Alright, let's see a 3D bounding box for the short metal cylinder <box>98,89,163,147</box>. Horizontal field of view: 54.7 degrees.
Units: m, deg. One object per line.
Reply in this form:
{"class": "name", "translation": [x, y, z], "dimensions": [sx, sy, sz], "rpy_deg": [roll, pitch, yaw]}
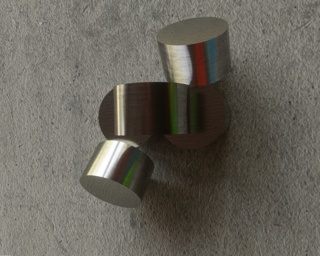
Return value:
{"class": "short metal cylinder", "translation": [-0.032, -0.015, 0.407], "dimensions": [0.080, 0.050, 0.079], "rpy_deg": [0, 90, 19]}

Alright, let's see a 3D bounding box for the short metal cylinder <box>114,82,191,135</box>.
{"class": "short metal cylinder", "translation": [-0.008, -0.018, 0.330], "dimensions": [0.080, 0.080, 0.050], "rpy_deg": [-1, 90, 19]}

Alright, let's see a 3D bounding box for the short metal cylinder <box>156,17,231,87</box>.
{"class": "short metal cylinder", "translation": [0.040, -0.089, 0.359], "dimensions": [0.080, 0.080, 0.050], "rpy_deg": [1, 129, 19]}

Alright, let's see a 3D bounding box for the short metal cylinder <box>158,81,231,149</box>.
{"class": "short metal cylinder", "translation": [0.044, -0.015, 0.380], "dimensions": [0.080, 0.050, 0.079], "rpy_deg": [0, 90, 19]}

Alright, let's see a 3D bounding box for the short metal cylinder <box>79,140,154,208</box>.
{"class": "short metal cylinder", "translation": [-0.053, 0.060, 0.391], "dimensions": [0.080, 0.080, 0.050], "rpy_deg": [8, 54, 19]}
